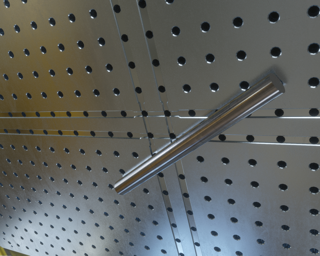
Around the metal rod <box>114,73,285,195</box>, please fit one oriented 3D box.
[{"bbox_3d":[0.029,0.026,0.412,0.025,0.025,0.299,48,129,-5],"label":"metal rod"}]
